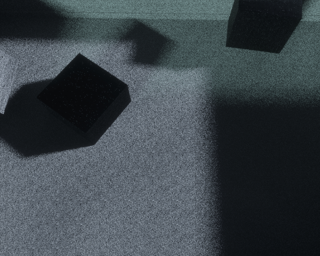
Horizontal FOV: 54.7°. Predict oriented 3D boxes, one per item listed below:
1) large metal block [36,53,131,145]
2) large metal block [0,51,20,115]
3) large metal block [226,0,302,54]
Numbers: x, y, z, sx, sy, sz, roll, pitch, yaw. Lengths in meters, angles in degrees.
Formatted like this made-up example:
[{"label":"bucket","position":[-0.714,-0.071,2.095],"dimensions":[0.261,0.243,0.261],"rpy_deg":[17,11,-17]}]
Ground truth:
[{"label":"large metal block","position":[-0.097,-0.038,0.409],"dimensions":[0.080,0.050,0.080],"rpy_deg":[34,74,11]},{"label":"large metal block","position":[-0.240,-0.066,0.395],"dimensions":[0.050,0.080,0.080],"rpy_deg":[-8,66,34]},{"label":"large metal block","position":[0.143,-0.154,0.437],"dimensions":[0.080,0.080,0.050],"rpy_deg":[8,70,3]}]
